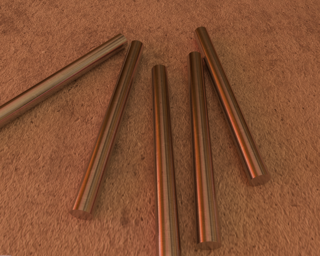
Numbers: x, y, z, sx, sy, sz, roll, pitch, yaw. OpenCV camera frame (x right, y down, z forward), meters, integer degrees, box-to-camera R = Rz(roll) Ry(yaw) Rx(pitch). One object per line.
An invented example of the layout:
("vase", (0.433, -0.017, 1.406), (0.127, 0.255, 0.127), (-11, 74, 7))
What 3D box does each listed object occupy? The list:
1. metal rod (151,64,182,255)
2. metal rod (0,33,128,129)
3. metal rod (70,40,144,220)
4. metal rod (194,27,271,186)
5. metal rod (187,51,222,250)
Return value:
("metal rod", (0.004, 0.027, 0.380), (0.025, 0.025, 0.300), (-1, 50, -2))
("metal rod", (-0.161, -0.062, 0.452), (0.025, 0.025, 0.301), (33, 57, 24))
("metal rod", (-0.060, -0.022, 0.420), (0.025, 0.025, 0.300), (7, 50, 5))
("metal rod", (0.093, -0.054, 0.449), (0.025, 0.025, 0.300), (-6, 50, -6))
("metal rod", (0.052, 0.002, 0.402), (0.025, 0.025, 0.300), (1, 50, 1))
